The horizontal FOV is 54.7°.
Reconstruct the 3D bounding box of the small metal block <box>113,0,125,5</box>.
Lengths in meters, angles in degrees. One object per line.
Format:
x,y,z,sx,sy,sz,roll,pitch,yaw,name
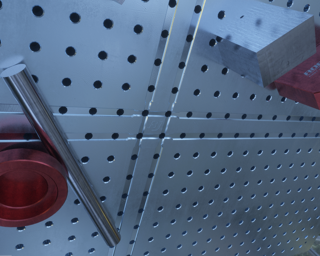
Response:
-0.044,-0.155,0.292,0.050,0.025,0.050,32,100,-39,small metal block

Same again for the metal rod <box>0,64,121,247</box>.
-0.107,0.058,0.389,0.025,0.025,0.298,-26,128,-12,metal rod

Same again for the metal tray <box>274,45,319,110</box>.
0.247,-0.086,0.450,0.130,0.090,0.030,-36,118,-4,metal tray

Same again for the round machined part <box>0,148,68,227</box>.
-0.157,0.062,0.349,0.099,0.042,0.097,-11,126,-16,round machined part

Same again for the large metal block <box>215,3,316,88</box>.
0.129,-0.105,0.383,0.080,0.080,0.050,-34,129,-7,large metal block
